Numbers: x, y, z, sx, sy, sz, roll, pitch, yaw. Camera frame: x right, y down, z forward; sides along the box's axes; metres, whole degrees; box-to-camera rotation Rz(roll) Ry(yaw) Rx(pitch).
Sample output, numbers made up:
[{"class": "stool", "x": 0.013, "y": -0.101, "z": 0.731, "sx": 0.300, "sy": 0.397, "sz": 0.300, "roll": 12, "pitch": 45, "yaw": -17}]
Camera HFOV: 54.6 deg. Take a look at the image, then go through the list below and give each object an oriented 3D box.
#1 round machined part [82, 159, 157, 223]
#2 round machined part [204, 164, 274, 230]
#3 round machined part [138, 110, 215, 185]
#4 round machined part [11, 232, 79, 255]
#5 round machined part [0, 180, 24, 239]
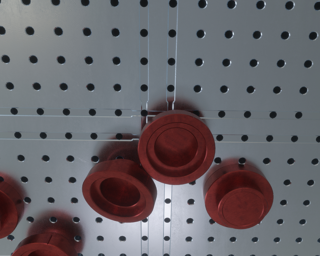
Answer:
[{"class": "round machined part", "x": -0.052, "y": 0.081, "z": 0.424, "sx": 0.098, "sy": 0.042, "sz": 0.097, "roll": 6, "pitch": 125, "yaw": 9}, {"class": "round machined part", "x": 0.114, "y": 0.104, "z": 0.443, "sx": 0.099, "sy": 0.042, "sz": 0.097, "roll": 0, "pitch": 110, "yaw": 0}, {"class": "round machined part", "x": 0.021, "y": 0.022, "z": 0.411, "sx": 0.099, "sy": 0.042, "sz": 0.097, "roll": -1, "pitch": 108, "yaw": -2}, {"class": "round machined part", "x": -0.174, "y": 0.202, "z": 0.477, "sx": 0.099, "sy": 0.042, "sz": 0.097, "roll": 0, "pitch": 110, "yaw": 0}, {"class": "round machined part", "x": -0.255, "y": 0.124, "z": 0.448, "sx": 0.099, "sy": 0.042, "sz": 0.097, "roll": 0, "pitch": 110, "yaw": 0}]
